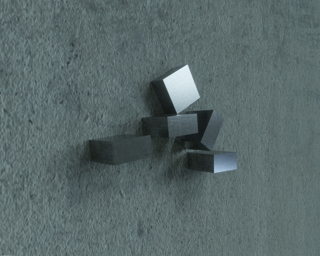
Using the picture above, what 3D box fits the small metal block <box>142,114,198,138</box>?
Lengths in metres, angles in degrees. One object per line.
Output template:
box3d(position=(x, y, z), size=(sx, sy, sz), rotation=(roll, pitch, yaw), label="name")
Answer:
box3d(position=(0.013, -0.004, 0.399), size=(0.050, 0.050, 0.025), rotation=(-8, 95, -40), label="small metal block")

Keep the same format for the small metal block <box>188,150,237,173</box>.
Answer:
box3d(position=(0.076, 0.048, 0.452), size=(0.050, 0.050, 0.025), rotation=(-1, 91, -40), label="small metal block")

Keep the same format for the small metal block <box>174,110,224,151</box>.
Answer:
box3d(position=(0.055, 0.003, 0.434), size=(0.025, 0.050, 0.050), rotation=(38, 67, -34), label="small metal block")

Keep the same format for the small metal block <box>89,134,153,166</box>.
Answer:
box3d(position=(-0.045, 0.023, 0.351), size=(0.050, 0.050, 0.025), rotation=(-9, 96, -40), label="small metal block")

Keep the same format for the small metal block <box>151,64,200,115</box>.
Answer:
box3d(position=(0.022, -0.052, 0.423), size=(0.050, 0.025, 0.050), rotation=(-37, 113, -34), label="small metal block")
